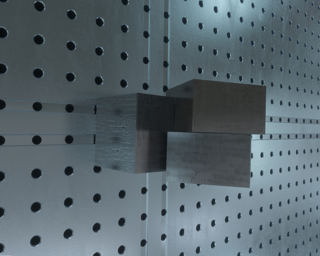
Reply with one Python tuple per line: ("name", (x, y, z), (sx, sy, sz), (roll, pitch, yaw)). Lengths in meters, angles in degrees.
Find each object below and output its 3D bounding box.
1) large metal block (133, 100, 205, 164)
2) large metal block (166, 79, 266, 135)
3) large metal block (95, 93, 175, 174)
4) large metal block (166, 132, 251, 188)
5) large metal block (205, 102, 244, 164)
("large metal block", (0.012, 0.005, 0.403), (0.081, 0.050, 0.080), (3, 88, -40))
("large metal block", (0.057, -0.019, 0.340), (0.081, 0.080, 0.050), (2, 88, -18))
("large metal block", (-0.031, 0.005, 0.350), (0.050, 0.080, 0.079), (2, 89, -40))
("large metal block", (0.057, 0.031, 0.336), (0.080, 0.080, 0.050), (8, 84, -73))
("large metal block", (0.071, 0.008, 0.435), (0.050, 0.080, 0.080), (5, 87, -40))
